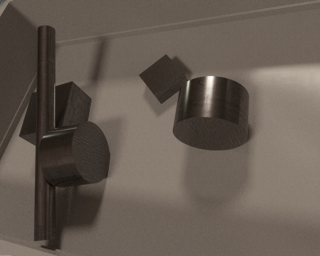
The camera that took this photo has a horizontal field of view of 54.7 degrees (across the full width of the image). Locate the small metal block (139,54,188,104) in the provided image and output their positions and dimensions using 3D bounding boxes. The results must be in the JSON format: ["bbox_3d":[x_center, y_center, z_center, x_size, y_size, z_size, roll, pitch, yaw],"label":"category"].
[{"bbox_3d":[0.005,-0.071,0.445,0.050,0.025,0.050,-37,51,3],"label":"small metal block"}]

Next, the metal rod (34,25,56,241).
[{"bbox_3d":[-0.156,-0.005,0.423,0.025,0.025,0.299,-12,72,21],"label":"metal rod"}]

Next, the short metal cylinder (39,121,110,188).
[{"bbox_3d":[-0.109,0.035,0.404,0.050,0.080,0.080,-11,57,22],"label":"short metal cylinder"}]

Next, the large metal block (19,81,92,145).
[{"bbox_3d":[-0.160,-0.018,0.482,0.080,0.050,0.080,-11,57,21],"label":"large metal block"}]

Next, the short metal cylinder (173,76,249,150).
[{"bbox_3d":[0.058,-0.014,0.348,0.080,0.080,0.050,-4,60,26],"label":"short metal cylinder"}]
